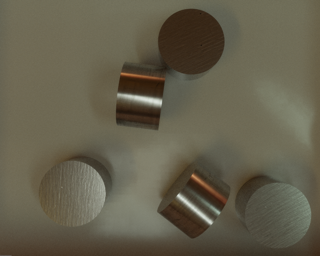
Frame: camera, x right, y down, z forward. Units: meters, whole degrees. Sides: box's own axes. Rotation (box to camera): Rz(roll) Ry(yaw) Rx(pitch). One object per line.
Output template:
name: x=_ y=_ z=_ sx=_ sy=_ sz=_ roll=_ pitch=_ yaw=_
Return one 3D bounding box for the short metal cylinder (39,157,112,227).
short metal cylinder: x=-0.106 y=0.079 z=0.398 sx=0.081 sy=0.050 sz=0.080 roll=0 pitch=90 yaw=0

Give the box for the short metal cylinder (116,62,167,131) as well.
short metal cylinder: x=-0.022 y=-0.039 z=0.384 sx=0.050 sy=0.080 sz=0.080 roll=8 pitch=90 yaw=0

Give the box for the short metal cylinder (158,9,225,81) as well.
short metal cylinder: x=0.038 y=-0.105 z=0.399 sx=0.081 sy=0.050 sz=0.080 roll=0 pitch=90 yaw=0

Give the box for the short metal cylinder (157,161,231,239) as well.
short metal cylinder: x=0.041 y=0.087 z=0.384 sx=0.050 sy=0.080 sz=0.080 roll=39 pitch=90 yaw=0

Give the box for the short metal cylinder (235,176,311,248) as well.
short metal cylinder: x=0.143 y=0.106 z=0.400 sx=0.081 sy=0.050 sz=0.080 roll=0 pitch=90 yaw=0
